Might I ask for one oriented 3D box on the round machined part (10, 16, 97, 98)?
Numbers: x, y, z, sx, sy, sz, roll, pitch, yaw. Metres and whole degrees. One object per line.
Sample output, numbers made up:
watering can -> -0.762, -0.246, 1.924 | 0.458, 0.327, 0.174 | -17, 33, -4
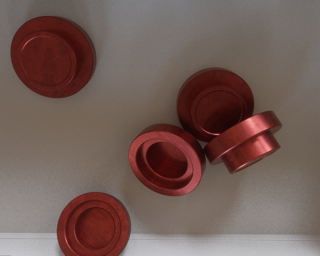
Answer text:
round machined part -> -0.129, -0.082, 0.370 | 0.099, 0.042, 0.097 | 0, 110, -1

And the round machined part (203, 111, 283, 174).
round machined part -> 0.106, 0.023, 0.380 | 0.098, 0.098, 0.042 | -31, 73, 10

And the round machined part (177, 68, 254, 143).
round machined part -> 0.071, -0.025, 0.394 | 0.099, 0.042, 0.097 | 0, 110, -1

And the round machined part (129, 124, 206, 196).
round machined part -> 0.012, 0.037, 0.404 | 0.098, 0.042, 0.097 | 10, 120, 18

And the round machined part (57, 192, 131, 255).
round machined part -> -0.089, 0.141, 0.437 | 0.099, 0.042, 0.098 | 0, 76, 2
